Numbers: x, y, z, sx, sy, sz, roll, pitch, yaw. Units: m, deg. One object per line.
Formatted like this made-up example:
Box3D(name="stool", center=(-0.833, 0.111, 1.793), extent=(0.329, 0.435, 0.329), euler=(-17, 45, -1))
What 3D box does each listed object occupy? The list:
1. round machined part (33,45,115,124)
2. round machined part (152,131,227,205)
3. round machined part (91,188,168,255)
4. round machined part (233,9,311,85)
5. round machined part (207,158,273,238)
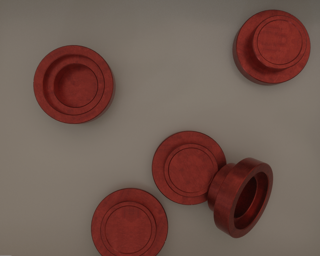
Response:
Box3D(name="round machined part", center=(-0.107, -0.054, 0.401), extent=(0.099, 0.042, 0.097), euler=(0, 90, -1))
Box3D(name="round machined part", center=(0.039, 0.052, 0.404), extent=(0.099, 0.042, 0.097), euler=(0, 90, -1))
Box3D(name="round machined part", center=(-0.038, 0.126, 0.395), extent=(0.099, 0.042, 0.097), euler=(0, 80, -2))
Box3D(name="round machined part", center=(0.149, -0.107, 0.405), extent=(0.099, 0.042, 0.097), euler=(0, 90, -1))
Box3D(name="round machined part", center=(0.097, 0.082, 0.387), extent=(0.042, 0.098, 0.098), euler=(22, 90, 42))
